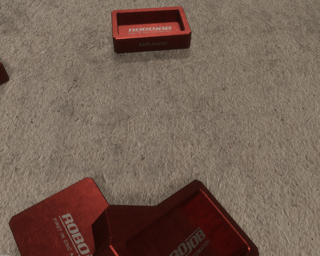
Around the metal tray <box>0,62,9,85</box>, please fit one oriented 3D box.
[{"bbox_3d":[-0.308,-0.071,0.456,0.090,0.030,0.131,35,58,25],"label":"metal tray"}]

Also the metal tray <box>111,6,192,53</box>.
[{"bbox_3d":[-0.018,-0.175,0.546,0.131,0.030,0.090,-5,50,-5],"label":"metal tray"}]

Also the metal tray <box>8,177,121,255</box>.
[{"bbox_3d":[-0.076,0.121,0.298,0.091,0.030,0.130,-28,56,-22],"label":"metal tray"}]

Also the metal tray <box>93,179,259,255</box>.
[{"bbox_3d":[0.021,0.105,0.257,0.090,0.030,0.131,50,34,16],"label":"metal tray"}]

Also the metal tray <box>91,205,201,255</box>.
[{"bbox_3d":[-0.001,0.131,0.261,0.091,0.030,0.130,12,41,-35],"label":"metal tray"}]
